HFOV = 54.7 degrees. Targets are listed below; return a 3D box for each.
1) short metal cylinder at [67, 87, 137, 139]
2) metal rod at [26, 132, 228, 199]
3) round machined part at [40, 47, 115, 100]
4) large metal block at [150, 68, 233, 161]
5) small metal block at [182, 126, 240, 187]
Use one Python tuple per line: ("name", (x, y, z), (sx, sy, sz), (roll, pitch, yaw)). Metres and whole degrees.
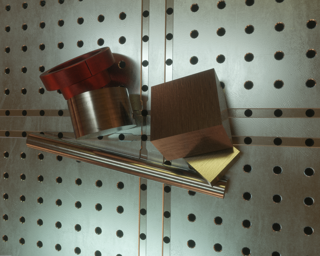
("short metal cylinder", (-0.076, -0.018, 0.409), (0.080, 0.080, 0.050), (-15, 86, 19))
("metal rod", (-0.058, 0.047, 0.432), (0.301, 0.025, 0.025), (12, 94, 19))
("round machined part", (-0.105, -0.070, 0.416), (0.098, 0.098, 0.042), (-14, 113, 19))
("large metal block", (0.036, -0.015, 0.368), (0.080, 0.050, 0.080), (-14, 53, 19))
("small metal block", (0.061, 0.035, 0.378), (0.050, 0.025, 0.050), (-45, 64, -6))
